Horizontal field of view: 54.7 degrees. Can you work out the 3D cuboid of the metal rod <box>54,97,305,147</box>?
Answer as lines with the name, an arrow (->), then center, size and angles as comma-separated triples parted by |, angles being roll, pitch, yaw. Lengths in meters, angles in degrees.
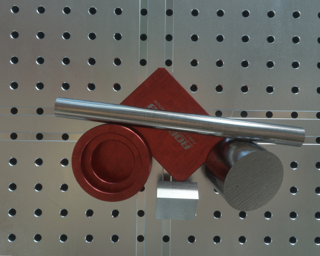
metal rod -> 0.024, -0.007, 0.382 | 0.302, 0.025, 0.025 | 7, 90, -1

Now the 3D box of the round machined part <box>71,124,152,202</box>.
round machined part -> -0.059, 0.041, 0.399 | 0.099, 0.042, 0.097 | 0, 96, 4

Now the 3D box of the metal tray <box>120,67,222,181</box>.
metal tray -> 0.014, -0.004, 0.412 | 0.090, 0.030, 0.130 | -43, 91, 0

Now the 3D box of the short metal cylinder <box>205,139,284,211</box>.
short metal cylinder -> 0.104, 0.056, 0.387 | 0.081, 0.050, 0.079 | -6, 110, -16

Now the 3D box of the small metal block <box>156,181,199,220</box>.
small metal block -> 0.021, 0.094, 0.400 | 0.050, 0.025, 0.050 | 3, 133, -1
